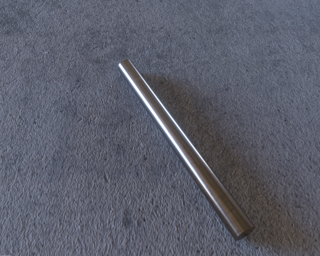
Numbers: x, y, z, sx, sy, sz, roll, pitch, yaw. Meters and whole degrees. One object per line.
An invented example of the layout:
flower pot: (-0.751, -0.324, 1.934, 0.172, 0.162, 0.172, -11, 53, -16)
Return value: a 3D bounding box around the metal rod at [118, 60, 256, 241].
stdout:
metal rod: (0.016, 0.005, 0.398, 0.025, 0.025, 0.300, -22, 54, -17)
